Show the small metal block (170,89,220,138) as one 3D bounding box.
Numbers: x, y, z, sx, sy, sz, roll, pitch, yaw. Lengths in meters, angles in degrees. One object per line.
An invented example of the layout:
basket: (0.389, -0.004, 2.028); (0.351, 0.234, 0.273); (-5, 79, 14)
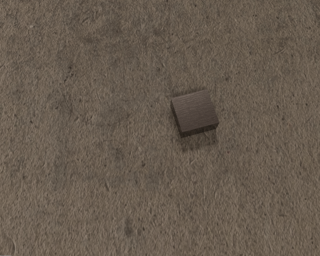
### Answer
small metal block: (0.046, -0.019, 0.416); (0.050, 0.025, 0.050); (-15, 71, -6)
